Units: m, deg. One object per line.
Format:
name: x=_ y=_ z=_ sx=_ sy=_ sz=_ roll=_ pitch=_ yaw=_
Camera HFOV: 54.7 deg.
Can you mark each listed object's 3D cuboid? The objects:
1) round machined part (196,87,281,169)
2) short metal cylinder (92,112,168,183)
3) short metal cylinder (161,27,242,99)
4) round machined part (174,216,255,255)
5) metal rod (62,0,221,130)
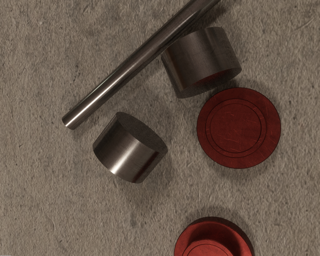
round machined part: x=0.091 y=0.000 z=0.368 sx=0.098 sy=0.042 sz=0.097 roll=0 pitch=90 yaw=19
short metal cylinder: x=-0.037 y=0.024 z=0.392 sx=0.080 sy=0.080 sz=0.050 roll=42 pitch=103 yaw=15
short metal cylinder: x=0.048 y=-0.074 z=0.363 sx=0.080 sy=0.080 sz=0.050 roll=-24 pitch=82 yaw=18
round machined part: x=0.064 y=0.162 z=0.377 sx=0.098 sy=0.042 sz=0.097 roll=0 pitch=90 yaw=19
metal rod: x=-0.021 y=-0.097 z=0.415 sx=0.300 sy=0.025 sz=0.025 roll=-39 pitch=78 yaw=15
